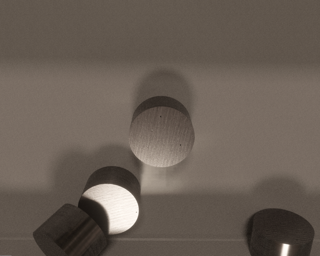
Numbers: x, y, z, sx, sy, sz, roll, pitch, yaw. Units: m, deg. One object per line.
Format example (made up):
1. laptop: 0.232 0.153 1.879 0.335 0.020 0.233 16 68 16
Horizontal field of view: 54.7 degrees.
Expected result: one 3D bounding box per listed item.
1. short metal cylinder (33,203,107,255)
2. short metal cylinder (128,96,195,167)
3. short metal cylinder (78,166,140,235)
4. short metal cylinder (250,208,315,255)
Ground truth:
1. short metal cylinder: -0.117 0.147 0.406 0.080 0.050 0.079 22 134 25
2. short metal cylinder: 0.002 0.003 0.399 0.081 0.050 0.079 0 110 -1
3. short metal cylinder: -0.069 0.100 0.434 0.081 0.050 0.079 0 110 -1
4. short metal cylinder: 0.173 0.160 0.443 0.081 0.080 0.050 1 110 -1
